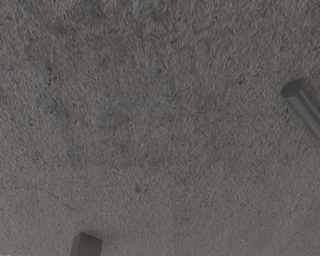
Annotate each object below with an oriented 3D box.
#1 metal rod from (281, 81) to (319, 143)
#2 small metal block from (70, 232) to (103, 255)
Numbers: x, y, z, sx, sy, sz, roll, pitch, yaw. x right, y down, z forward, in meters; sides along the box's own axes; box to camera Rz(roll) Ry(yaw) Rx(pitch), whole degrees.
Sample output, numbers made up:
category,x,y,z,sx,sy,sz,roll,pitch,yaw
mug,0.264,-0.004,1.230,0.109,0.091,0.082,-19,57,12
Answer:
category,x,y,z,sx,sy,sz,roll,pitch,yaw
metal rod,0.258,0.038,0.441,0.025,0.025,0.301,-35,122,26
small metal block,-0.140,0.233,0.588,0.050,0.050,0.025,34,122,-26
